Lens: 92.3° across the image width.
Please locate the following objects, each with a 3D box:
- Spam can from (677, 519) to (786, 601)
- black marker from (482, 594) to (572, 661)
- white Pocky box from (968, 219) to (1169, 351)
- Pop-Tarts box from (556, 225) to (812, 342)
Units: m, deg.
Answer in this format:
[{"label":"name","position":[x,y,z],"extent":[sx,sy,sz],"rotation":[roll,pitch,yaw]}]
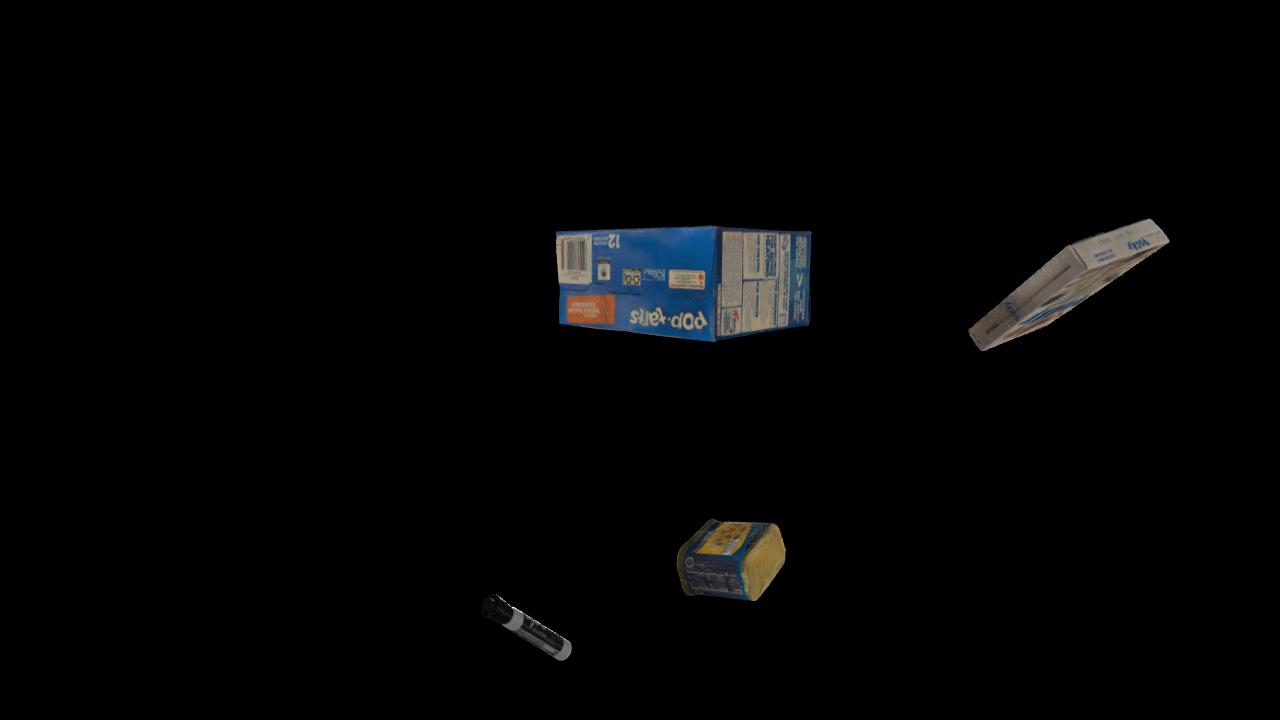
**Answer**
[{"label":"Spam can","position":[0.104,0.222,0.690],"extent":[0.085,0.058,0.101],"rotation":[-10,9,37]},{"label":"black marker","position":[-0.099,0.237,0.544],"extent":[0.020,0.020,0.121],"rotation":[0,-39,35]},{"label":"white Pocky box","position":[0.371,-0.062,0.548],"extent":[0.084,0.028,0.154],"rotation":[-19,-21,-10]},{"label":"Pop-Tarts box","position":[0.036,-0.068,0.519],"extent":[0.167,0.083,0.141],"rotation":[10,14,41]}]
